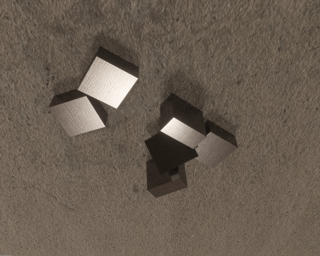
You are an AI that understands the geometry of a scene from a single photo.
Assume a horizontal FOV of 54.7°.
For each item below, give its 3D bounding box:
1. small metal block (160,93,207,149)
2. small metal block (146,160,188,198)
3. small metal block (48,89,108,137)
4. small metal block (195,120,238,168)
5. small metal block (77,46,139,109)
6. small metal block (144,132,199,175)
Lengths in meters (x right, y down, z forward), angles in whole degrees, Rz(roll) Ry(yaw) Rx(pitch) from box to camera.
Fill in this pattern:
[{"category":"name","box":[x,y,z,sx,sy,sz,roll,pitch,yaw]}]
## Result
[{"category":"small metal block","box":[0.028,-0.009,0.384,0.050,0.050,0.025,29,124,-23]},{"category":"small metal block","box":[0.009,0.066,0.446,0.050,0.050,0.025,-23,133,18]},{"category":"small metal block","box":[-0.101,-0.021,0.388,0.050,0.025,0.050,-15,129,12]},{"category":"small metal block","box":[0.070,0.023,0.428,0.050,0.025,0.050,29,124,-23]},{"category":"small metal block","box":[-0.059,-0.057,0.358,0.050,0.025,0.050,26,125,-21]},{"category":"small metal block","box":[0.015,0.028,0.413,0.050,0.025,0.050,-31,80,23]}]
